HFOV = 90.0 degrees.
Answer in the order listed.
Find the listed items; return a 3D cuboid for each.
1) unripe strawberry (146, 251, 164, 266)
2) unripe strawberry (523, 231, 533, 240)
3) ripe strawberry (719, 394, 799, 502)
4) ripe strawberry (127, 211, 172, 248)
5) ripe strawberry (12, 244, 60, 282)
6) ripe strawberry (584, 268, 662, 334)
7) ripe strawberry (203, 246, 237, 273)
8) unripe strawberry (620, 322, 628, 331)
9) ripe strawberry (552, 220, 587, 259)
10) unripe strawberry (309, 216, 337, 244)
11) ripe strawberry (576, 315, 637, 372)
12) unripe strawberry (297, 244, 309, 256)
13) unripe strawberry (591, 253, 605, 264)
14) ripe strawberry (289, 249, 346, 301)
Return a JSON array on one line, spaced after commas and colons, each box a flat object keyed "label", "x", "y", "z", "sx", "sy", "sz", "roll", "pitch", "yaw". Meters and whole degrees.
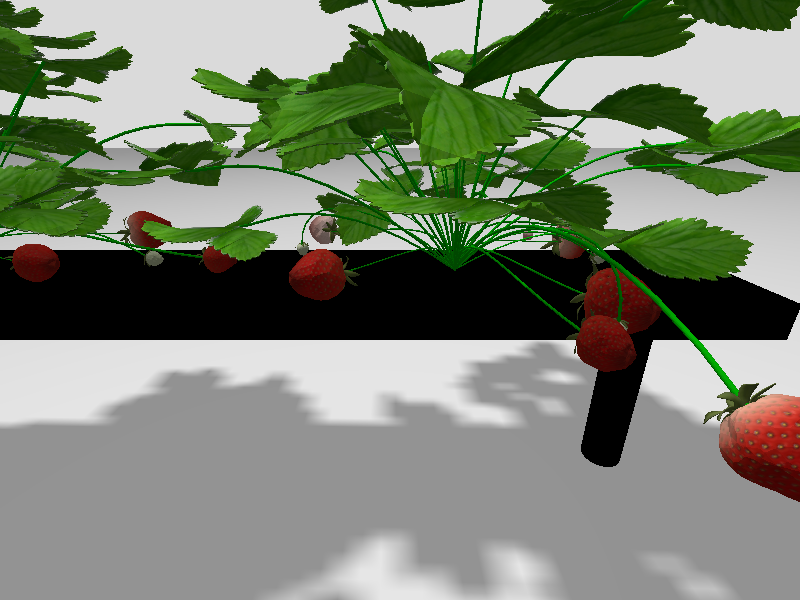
[{"label": "unripe strawberry", "x": -0.230, "y": -0.039, "z": 0.375, "sx": 0.014, "sy": 0.015, "sz": 0.013, "roll": 11, "pitch": 21, "yaw": -8}, {"label": "unripe strawberry", "x": 0.147, "y": -0.074, "z": 0.462, "sx": 0.013, "sy": 0.011, "sz": 0.011, "roll": 20, "pitch": 30, "yaw": 39}, {"label": "ripe strawberry", "x": 0.133, "y": 0.052, "z": 0.136, "sx": 0.033, "sy": 0.035, "sz": 0.036, "roll": -7, "pitch": 43, "yaw": -17}, {"label": "ripe strawberry", "x": -0.273, "y": -0.077, "z": 0.439, "sx": 0.042, "sy": 0.041, "sz": 0.039, "roll": -14, "pitch": 26, "yaw": -31}, {"label": "ripe strawberry", "x": -0.305, "y": -0.031, "z": 0.339, "sx": 0.033, "sy": 0.032, "sz": 0.031, "roll": 6, "pitch": 23, "yaw": 14}, {"label": "ripe strawberry", "x": 0.132, "y": 0.003, "z": 0.239, "sx": 0.037, "sy": 0.042, "sz": 0.040, "roll": -14, "pitch": 27, "yaw": -29}, {"label": "ripe strawberry", "x": -0.161, "y": -0.038, "z": 0.360, "sx": 0.027, "sy": 0.026, "sz": 0.025, "roll": 1, "pitch": 23, "yaw": 1}, {"label": "unripe strawberry", "x": 0.120, "y": 0.017, "z": 0.223, "sx": 0.011, "sy": 0.011, "sz": 0.011, "roll": -10, "pitch": 25, "yaw": -23}, {"label": "ripe strawberry", "x": 0.175, "y": -0.061, "z": 0.401, "sx": 0.041, "sy": 0.040, "sz": 0.038, "roll": -7, "pitch": 24, "yaw": -18}, {"label": "unripe strawberry", "x": -0.087, "y": -0.080, "z": 0.450, "sx": 0.032, "sy": 0.033, "sz": 0.029, "roll": 14, "pitch": 27, "yaw": 32}, {"label": "ripe strawberry", "x": 0.106, "y": 0.024, "z": 0.206, "sx": 0.026, "sy": 0.030, "sz": 0.028, "roll": -7, "pitch": 24, "yaw": -17}, {"label": "unripe strawberry", "x": -0.093, "y": -0.048, "z": 0.381, "sx": 0.011, "sy": 0.011, "sz": 0.011, "roll": 3, "pitch": 23, "yaw": 7}, {"label": "unripe strawberry", "x": 0.190, "y": -0.040, "z": 0.382, "sx": 0.014, "sy": 0.013, "sz": 0.013, "roll": 11, "pitch": 21, "yaw": -12}, {"label": "ripe strawberry", "x": -0.062, "y": -0.017, "z": 0.297, "sx": 0.040, "sy": 0.040, "sz": 0.037, "roll": -14, "pitch": 26, "yaw": -28}]
